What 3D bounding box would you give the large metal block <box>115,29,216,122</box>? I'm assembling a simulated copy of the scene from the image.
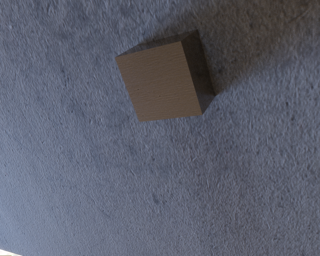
[{"bbox_3d":[0.008,-0.057,0.350,0.080,0.050,0.080,-6,116,30],"label":"large metal block"}]
